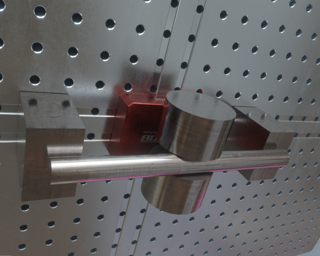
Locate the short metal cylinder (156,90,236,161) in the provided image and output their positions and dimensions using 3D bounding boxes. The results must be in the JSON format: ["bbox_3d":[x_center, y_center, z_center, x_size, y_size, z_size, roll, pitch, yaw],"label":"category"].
[{"bbox_3d":[0.040,-0.005,0.356,0.081,0.080,0.050,1,118,-29],"label":"short metal cylinder"}]

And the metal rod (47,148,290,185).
[{"bbox_3d":[0.034,0.039,0.349,0.303,0.025,0.025,0,118,-29],"label":"metal rod"}]

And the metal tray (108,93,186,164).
[{"bbox_3d":[0.005,0.004,0.413,0.131,0.030,0.089,1,118,-29],"label":"metal tray"}]

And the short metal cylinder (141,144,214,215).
[{"bbox_3d":[0.021,0.061,0.386,0.081,0.080,0.050,1,118,-29],"label":"short metal cylinder"}]

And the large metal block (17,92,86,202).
[{"bbox_3d":[-0.117,0.016,0.320,0.050,0.080,0.079,1,118,-29],"label":"large metal block"}]

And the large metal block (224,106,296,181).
[{"bbox_3d":[0.140,0.022,0.464,0.050,0.080,0.079,1,118,-29],"label":"large metal block"}]
